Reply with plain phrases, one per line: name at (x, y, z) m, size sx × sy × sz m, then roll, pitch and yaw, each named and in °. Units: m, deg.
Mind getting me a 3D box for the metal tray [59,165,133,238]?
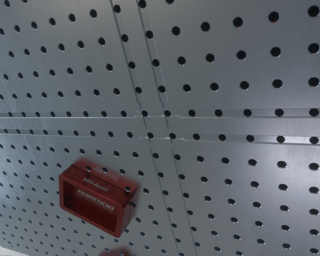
metal tray at (-0.117, 0.131, 0.551) m, size 0.130 × 0.030 × 0.089 m, roll 22°, pitch 127°, yaw 14°
